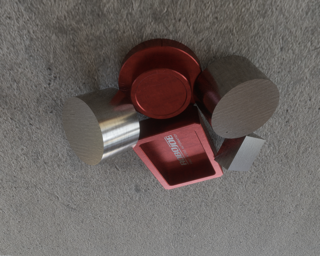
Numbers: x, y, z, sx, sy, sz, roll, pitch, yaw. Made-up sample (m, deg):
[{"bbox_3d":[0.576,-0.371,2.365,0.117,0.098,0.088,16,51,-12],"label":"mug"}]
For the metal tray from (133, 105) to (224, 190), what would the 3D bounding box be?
[{"bbox_3d":[0.026,0.032,0.418,0.090,0.030,0.130,-17,138,14],"label":"metal tray"}]

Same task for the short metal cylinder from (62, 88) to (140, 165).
[{"bbox_3d":[-0.070,-0.003,0.361,0.050,0.080,0.079,-23,146,-41],"label":"short metal cylinder"}]

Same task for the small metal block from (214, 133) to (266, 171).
[{"bbox_3d":[0.106,0.029,0.411,0.050,0.025,0.050,11,110,-44],"label":"small metal block"}]

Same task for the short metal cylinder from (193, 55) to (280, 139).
[{"bbox_3d":[0.085,-0.034,0.350,0.081,0.050,0.079,-12,134,-13],"label":"short metal cylinder"}]

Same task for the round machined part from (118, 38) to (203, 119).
[{"bbox_3d":[0.001,-0.049,0.357,0.099,0.042,0.097,0,130,0],"label":"round machined part"}]
